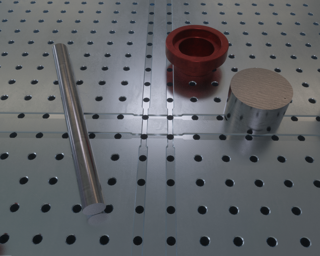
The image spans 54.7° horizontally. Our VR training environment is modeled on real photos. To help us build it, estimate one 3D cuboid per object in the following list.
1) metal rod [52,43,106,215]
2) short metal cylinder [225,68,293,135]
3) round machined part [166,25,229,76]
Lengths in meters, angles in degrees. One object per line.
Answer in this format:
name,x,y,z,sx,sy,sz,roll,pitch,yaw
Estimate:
metal rod,-0.118,-0.021,0.424,0.025,0.025,0.300,-14,52,-12
short metal cylinder,0.133,-0.037,0.423,0.081,0.050,0.080,0,50,0
round machined part,0.058,-0.121,0.498,0.099,0.042,0.098,0,50,0
